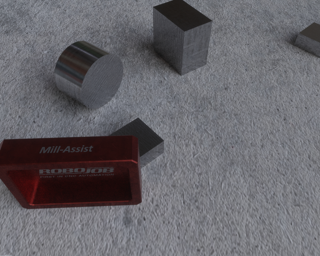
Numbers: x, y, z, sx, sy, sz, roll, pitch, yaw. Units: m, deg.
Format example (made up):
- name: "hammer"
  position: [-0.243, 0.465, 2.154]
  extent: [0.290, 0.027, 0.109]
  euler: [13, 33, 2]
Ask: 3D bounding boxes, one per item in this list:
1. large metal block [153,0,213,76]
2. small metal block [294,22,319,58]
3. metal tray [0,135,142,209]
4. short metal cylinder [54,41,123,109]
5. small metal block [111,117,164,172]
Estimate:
- name: "large metal block"
  position: [0.032, -0.144, 0.488]
  extent: [0.050, 0.080, 0.080]
  euler: [-27, 55, -21]
- name: "small metal block"
  position: [0.271, -0.152, 0.533]
  extent: [0.050, 0.025, 0.050]
  euler: [-35, 59, -26]
- name: "metal tray"
  position: [-0.086, 0.048, 0.319]
  extent: [0.131, 0.089, 0.030]
  euler: [-2, 50, -2]
- name: "short metal cylinder"
  position: [-0.097, -0.073, 0.428]
  extent: [0.050, 0.080, 0.080]
  euler: [30, 56, 22]
- name: "small metal block"
  position: [-0.030, 0.021, 0.385]
  extent: [0.050, 0.025, 0.050]
  euler: [-34, 58, -25]
